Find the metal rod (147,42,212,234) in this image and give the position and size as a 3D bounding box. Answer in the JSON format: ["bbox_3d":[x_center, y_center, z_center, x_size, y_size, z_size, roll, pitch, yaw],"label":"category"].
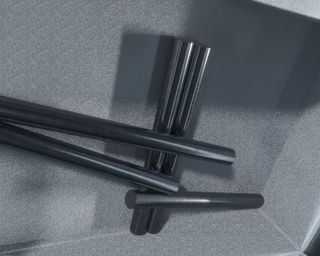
[{"bbox_3d":[0.019,0.031,0.436,0.025,0.025,0.298,-1,119,-28],"label":"metal rod"}]

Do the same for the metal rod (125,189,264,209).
[{"bbox_3d":[0.076,0.116,0.500,0.302,0.025,0.025,12,113,-40],"label":"metal rod"}]

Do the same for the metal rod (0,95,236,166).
[{"bbox_3d":[-0.033,0.010,0.371,0.302,0.025,0.025,13,112,-27],"label":"metal rod"}]

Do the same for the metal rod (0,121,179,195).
[{"bbox_3d":[-0.100,0.032,0.356,0.302,0.025,0.025,23,106,-31],"label":"metal rod"}]

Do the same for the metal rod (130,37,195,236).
[{"bbox_3d":[-0.004,0.029,0.422,0.025,0.025,0.298,-1,119,-28],"label":"metal rod"}]
